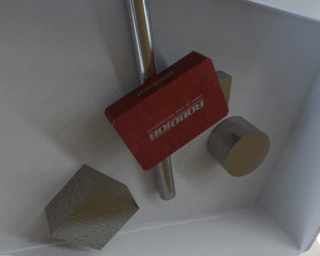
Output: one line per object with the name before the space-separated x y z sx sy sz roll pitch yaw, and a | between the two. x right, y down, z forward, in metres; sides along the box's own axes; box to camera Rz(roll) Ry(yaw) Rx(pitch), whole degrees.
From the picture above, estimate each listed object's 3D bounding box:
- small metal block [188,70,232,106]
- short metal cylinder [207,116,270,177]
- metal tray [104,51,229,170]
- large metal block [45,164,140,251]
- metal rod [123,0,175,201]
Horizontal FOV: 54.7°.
small metal block | 0.066 -0.047 0.418 0.050 0.025 0.050 -14 124 -21
short metal cylinder | 0.121 0.028 0.478 0.081 0.050 0.079 -14 125 -21
metal tray | 0.013 -0.019 0.369 0.130 0.030 0.090 -35 130 -7
large metal block | -0.090 0.106 0.411 0.080 0.050 0.080 -48 129 5
metal rod | -0.007 -0.018 0.395 0.025 0.025 0.298 -21 127 -16
